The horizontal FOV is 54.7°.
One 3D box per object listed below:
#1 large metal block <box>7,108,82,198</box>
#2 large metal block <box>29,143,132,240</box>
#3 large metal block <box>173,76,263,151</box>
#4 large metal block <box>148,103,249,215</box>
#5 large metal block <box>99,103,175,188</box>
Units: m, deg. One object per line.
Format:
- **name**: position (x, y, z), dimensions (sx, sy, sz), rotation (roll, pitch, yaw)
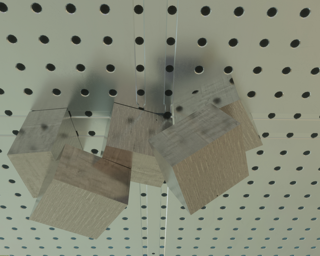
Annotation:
- **large metal block**: position (-0.142, 0.032, 0.400), dimensions (0.050, 0.080, 0.080), rotation (-5, 130, 4)
- **large metal block**: position (-0.089, 0.074, 0.351), dimensions (0.080, 0.050, 0.080), rotation (25, 125, -20)
- **large metal block**: position (0.072, -0.006, 0.391), dimensions (0.080, 0.050, 0.080), rotation (-24, 127, 18)
- **large metal block**: position (0.044, 0.033, 0.334), dimensions (0.080, 0.050, 0.080), rotation (-31, 130, -13)
- **large metal block**: position (-0.029, 0.021, 0.392), dimensions (0.081, 0.080, 0.050), rotation (15, 129, -13)
